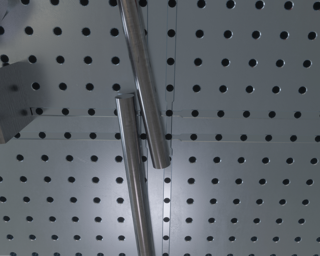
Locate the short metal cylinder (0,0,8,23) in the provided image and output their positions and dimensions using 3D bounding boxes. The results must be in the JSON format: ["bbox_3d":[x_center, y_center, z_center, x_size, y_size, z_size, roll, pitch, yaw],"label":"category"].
[{"bbox_3d":[-0.215,-0.129,0.334,0.050,0.080,0.080,40,105,-13],"label":"short metal cylinder"}]

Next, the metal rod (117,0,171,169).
[{"bbox_3d":[-0.025,-0.086,0.381,0.025,0.025,0.298,-10,110,3],"label":"metal rod"}]

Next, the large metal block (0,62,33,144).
[{"bbox_3d":[-0.202,-0.031,0.371,0.050,0.080,0.079,-5,110,2],"label":"large metal block"}]

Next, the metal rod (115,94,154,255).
[{"bbox_3d":[-0.032,0.098,0.449,0.025,0.025,0.298,-5,110,2],"label":"metal rod"}]
